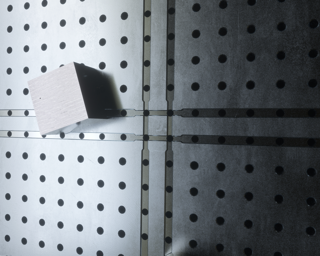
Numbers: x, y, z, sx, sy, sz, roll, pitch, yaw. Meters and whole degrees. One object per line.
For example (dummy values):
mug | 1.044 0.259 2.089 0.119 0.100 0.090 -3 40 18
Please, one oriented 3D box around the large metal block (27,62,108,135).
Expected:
large metal block | -0.133 -0.039 0.446 0.080 0.050 0.080 -18 84 19

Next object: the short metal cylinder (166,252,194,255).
short metal cylinder | 0.022 0.207 0.391 0.080 0.050 0.080 0 90 20
